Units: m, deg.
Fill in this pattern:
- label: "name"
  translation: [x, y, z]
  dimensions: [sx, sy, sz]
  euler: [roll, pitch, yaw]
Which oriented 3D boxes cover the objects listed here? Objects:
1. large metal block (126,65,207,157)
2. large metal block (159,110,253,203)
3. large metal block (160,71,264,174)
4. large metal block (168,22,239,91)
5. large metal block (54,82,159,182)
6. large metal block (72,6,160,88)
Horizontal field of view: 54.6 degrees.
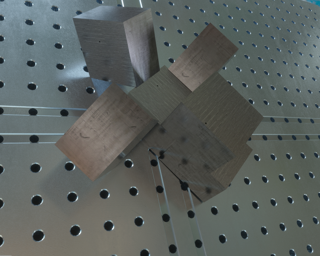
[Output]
- label: "large metal block"
  translation: [0.002, -0.023, 0.407]
  dimensions: [0.080, 0.050, 0.080]
  euler: [44, 51, 2]
- label: "large metal block"
  translation: [0.060, 0.034, 0.402]
  dimensions: [0.080, 0.050, 0.080]
  euler: [44, 50, 4]
- label: "large metal block"
  translation: [0.062, -0.008, 0.364]
  dimensions: [0.080, 0.050, 0.080]
  euler: [45, 50, 2]
- label: "large metal block"
  translation: [0.062, -0.095, 0.443]
  dimensions: [0.050, 0.080, 0.080]
  euler: [44, 11, 2]
- label: "large metal block"
  translation: [-0.049, 0.003, 0.324]
  dimensions: [0.050, 0.080, 0.080]
  euler: [44, 93, 3]
- label: "large metal block"
  translation: [-0.052, -0.103, 0.388]
  dimensions: [0.080, 0.080, 0.050]
  euler: [17, 43, 31]
